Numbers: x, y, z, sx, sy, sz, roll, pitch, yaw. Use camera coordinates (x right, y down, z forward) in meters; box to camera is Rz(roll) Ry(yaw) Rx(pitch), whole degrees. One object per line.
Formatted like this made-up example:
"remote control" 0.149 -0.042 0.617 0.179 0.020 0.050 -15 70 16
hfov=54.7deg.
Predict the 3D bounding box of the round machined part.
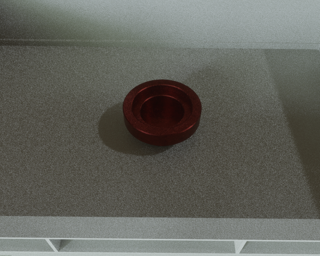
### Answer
"round machined part" 0.003 -0.015 0.402 0.099 0.042 0.098 0 50 0
